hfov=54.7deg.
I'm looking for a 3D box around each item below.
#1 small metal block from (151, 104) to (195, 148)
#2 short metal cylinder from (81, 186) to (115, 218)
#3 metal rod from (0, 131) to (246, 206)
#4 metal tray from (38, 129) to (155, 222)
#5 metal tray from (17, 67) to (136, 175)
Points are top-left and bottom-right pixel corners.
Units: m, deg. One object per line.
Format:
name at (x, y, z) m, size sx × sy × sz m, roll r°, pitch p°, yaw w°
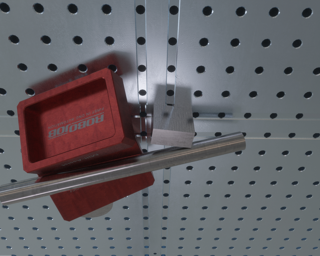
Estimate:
small metal block at (0.015, -0.003, 0.393) m, size 0.050 × 0.050 × 0.025 m, roll 6°, pitch 130°, yaw -6°
short metal cylinder at (-0.110, 0.093, 0.473) m, size 0.081 × 0.050 × 0.079 m, roll 0°, pitch 131°, yaw 0°
metal rod at (-0.040, 0.048, 0.387) m, size 0.302 × 0.025 × 0.025 m, roll -12°, pitch 130°, yaw -7°
metal tray at (-0.084, 0.057, 0.413) m, size 0.131 × 0.030 × 0.090 m, roll -24°, pitch 106°, yaw -2°
metal tray at (-0.101, -0.006, 0.362) m, size 0.130 × 0.090 × 0.030 m, roll -18°, pitch 163°, yaw 14°
